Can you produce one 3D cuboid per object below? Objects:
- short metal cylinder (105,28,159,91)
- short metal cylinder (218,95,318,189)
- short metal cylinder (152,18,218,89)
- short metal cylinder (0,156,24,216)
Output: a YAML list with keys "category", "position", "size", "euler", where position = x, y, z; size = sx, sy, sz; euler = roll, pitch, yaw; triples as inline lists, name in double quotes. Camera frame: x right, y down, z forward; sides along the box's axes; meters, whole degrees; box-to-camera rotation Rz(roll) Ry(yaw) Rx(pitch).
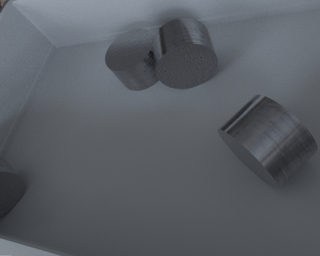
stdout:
- category: "short metal cylinder"
  position: [-0.036, -0.104, 0.472]
  size: [0.080, 0.050, 0.080]
  euler: [-13, 56, 21]
- category: "short metal cylinder"
  position: [0.104, 0.013, 0.308]
  size: [0.050, 0.080, 0.080]
  euler: [-43, 51, -1]
- category: "short metal cylinder"
  position: [0.032, -0.097, 0.414]
  size: [0.080, 0.080, 0.050]
  euler: [-20, 54, 16]
- category: "short metal cylinder"
  position: [-0.249, 0.085, 0.449]
  size: [0.050, 0.080, 0.080]
  euler: [32, 80, 38]
